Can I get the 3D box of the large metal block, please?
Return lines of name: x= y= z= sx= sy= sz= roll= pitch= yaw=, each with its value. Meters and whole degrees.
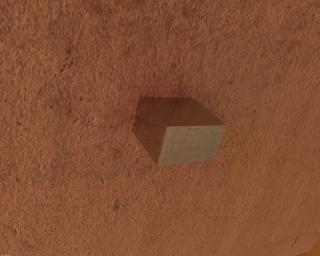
large metal block: x=0.021 y=0.000 z=0.386 sx=0.081 sy=0.080 sz=0.050 roll=-1 pitch=119 yaw=-28
